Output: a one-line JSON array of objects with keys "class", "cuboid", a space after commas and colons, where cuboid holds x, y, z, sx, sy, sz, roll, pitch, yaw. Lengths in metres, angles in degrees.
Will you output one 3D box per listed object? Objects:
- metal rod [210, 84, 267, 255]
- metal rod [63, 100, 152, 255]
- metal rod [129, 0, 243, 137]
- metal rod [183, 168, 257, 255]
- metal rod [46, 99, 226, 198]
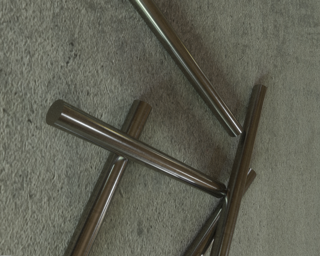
[{"class": "metal rod", "cuboid": [0.130, 0.057, 0.494, 0.025, 0.025, 0.300, 38, 61, -34]}, {"class": "metal rod", "cuboid": [-0.076, 0.103, 0.341, 0.025, 0.025, 0.300, 35, 68, -35]}, {"class": "metal rod", "cuboid": [0.037, -0.092, 0.435, 0.300, 0.025, 0.025, 48, 62, -29]}, {"class": "metal rod", "cuboid": [0.064, 0.169, 0.458, 0.301, 0.025, 0.025, -46, 118, -30]}, {"class": "metal rod", "cuboid": [0.000, 0.041, 0.377, 0.301, 0.025, 0.025, 31, 71, -44]}]
